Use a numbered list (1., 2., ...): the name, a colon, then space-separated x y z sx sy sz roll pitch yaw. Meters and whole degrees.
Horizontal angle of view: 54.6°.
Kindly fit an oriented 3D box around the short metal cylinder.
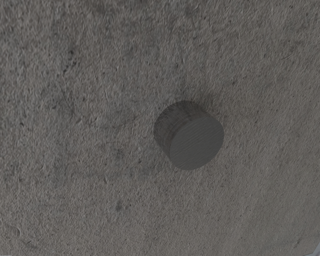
1. short metal cylinder: 0.038 0.010 0.417 0.081 0.050 0.080 -14 124 -21
